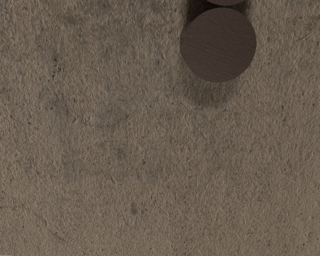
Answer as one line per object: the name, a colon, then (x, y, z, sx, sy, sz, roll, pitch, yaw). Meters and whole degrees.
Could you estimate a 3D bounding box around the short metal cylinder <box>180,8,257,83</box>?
short metal cylinder: (0.065, -0.098, 0.361, 0.081, 0.050, 0.079, 0, 110, -1)

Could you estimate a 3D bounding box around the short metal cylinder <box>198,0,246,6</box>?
short metal cylinder: (0.068, -0.174, 0.333, 0.081, 0.050, 0.079, 0, 110, -1)
